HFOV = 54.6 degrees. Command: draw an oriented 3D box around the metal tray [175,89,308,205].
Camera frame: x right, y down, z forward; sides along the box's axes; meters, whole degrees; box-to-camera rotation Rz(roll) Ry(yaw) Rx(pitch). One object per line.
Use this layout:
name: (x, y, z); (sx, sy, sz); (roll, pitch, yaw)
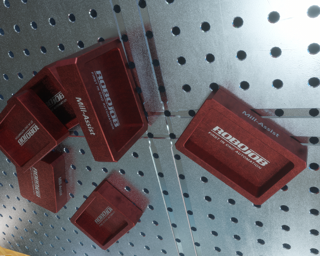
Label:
metal tray: (0.094, 0.025, 0.373); (0.130, 0.030, 0.089); (35, 129, 4)

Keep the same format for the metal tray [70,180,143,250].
metal tray: (-0.100, 0.161, 0.561); (0.090, 0.030, 0.129); (41, 129, 0)

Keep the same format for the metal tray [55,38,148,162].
metal tray: (-0.064, -0.034, 0.382); (0.030, 0.090, 0.129); (-3, 117, 30)

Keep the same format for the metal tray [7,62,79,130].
metal tray: (-0.169, -0.034, 0.477); (0.130, 0.030, 0.090); (-26, 105, 37)

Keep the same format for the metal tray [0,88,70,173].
metal tray: (-0.209, 0.009, 0.484); (0.130, 0.030, 0.090); (-33, 100, 38)

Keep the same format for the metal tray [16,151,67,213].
metal tray: (-0.225, 0.093, 0.585); (0.090, 0.030, 0.129); (21, 126, 16)
